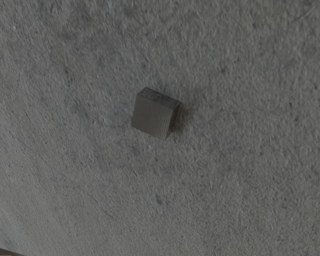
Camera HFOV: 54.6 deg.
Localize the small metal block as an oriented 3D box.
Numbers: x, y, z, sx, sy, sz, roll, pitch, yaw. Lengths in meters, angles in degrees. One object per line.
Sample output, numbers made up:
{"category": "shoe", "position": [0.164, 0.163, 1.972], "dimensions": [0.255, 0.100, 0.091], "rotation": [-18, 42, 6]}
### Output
{"category": "small metal block", "position": [-0.006, -0.018, 0.400], "dimensions": [0.050, 0.025, 0.050], "rotation": [24, 127, 13]}
